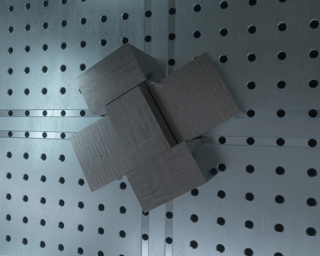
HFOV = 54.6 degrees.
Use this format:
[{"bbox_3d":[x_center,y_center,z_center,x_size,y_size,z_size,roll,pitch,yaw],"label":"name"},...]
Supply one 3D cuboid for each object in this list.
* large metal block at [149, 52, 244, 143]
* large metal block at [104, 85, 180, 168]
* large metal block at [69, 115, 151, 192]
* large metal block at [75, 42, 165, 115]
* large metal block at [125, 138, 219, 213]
[{"bbox_3d":[0.046,-0.034,0.383,0.080,0.050,0.080,-30,82,17],"label":"large metal block"},{"bbox_3d":[-0.013,-0.002,0.388,0.050,0.080,0.080,-30,80,18],"label":"large metal block"},{"bbox_3d":[-0.064,0.031,0.423,0.080,0.050,0.080,-28,80,18],"label":"large metal block"},{"bbox_3d":[-0.046,-0.057,0.399,0.080,0.080,0.050,-30,80,18],"label":"large metal block"},{"bbox_3d":[0.018,0.055,0.377,0.080,0.080,0.050,-30,80,17],"label":"large metal block"}]
